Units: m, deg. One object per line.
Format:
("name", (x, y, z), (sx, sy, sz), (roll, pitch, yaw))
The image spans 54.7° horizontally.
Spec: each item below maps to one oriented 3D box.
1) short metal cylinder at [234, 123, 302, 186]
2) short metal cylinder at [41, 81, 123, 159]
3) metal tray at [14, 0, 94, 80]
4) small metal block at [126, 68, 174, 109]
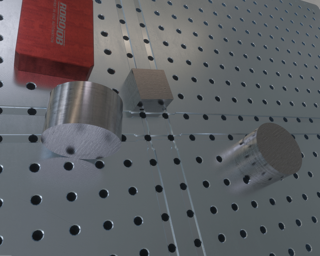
("short metal cylinder", (0.157, 0.039, 0.453), (0.081, 0.050, 0.080), (14, 56, -21))
("short metal cylinder", (-0.081, -0.006, 0.333), (0.081, 0.080, 0.050), (12, 57, -22))
("metal tray", (-0.137, -0.130, 0.410), (0.091, 0.030, 0.130), (7, 59, -25))
("small metal block", (-0.015, -0.055, 0.434), (0.050, 0.025, 0.050), (-3, 63, -30))
